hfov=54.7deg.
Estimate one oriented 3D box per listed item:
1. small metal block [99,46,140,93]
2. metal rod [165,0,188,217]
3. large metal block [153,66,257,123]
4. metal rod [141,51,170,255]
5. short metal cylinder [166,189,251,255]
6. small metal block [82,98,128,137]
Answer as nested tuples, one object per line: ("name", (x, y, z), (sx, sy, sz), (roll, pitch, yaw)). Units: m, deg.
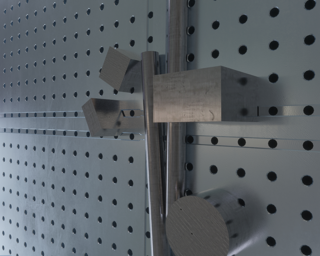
("small metal block", (-0.059, -0.086, 0.458), (0.050, 0.025, 0.050), (37, 113, 34))
("metal rod", (0.021, -0.037, 0.391), (0.025, 0.025, 0.298), (1, 91, 40))
("large metal block", (0.050, -0.031, 0.333), (0.080, 0.081, 0.050), (0, 90, 40))
("metal rod", (-0.005, 0.048, 0.413), (0.025, 0.025, 0.298), (-5, 87, 40))
("short metal cylinder", (0.053, 0.112, 0.349), (0.080, 0.050, 0.079), (0, 90, 40))
("small metal block", (-0.082, -0.015, 0.460), (0.025, 0.050, 0.050), (-35, 69, 35))
